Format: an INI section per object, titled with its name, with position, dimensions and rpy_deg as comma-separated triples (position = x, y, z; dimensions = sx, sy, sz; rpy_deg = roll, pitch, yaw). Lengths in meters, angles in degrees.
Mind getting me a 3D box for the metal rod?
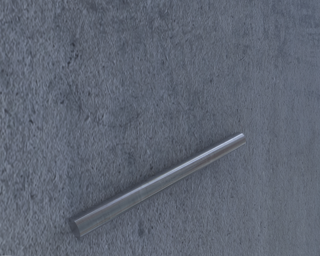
[metal rod]
position = 0.020, 0.062, 0.420
dimensions = 0.302, 0.025, 0.025
rpy_deg = -22, 104, -38
